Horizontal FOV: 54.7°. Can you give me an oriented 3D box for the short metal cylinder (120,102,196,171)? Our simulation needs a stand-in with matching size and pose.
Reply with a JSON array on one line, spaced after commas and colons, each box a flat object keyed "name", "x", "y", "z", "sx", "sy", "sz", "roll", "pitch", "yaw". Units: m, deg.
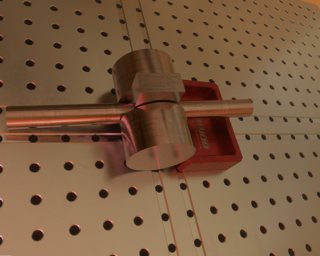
[{"name": "short metal cylinder", "x": -0.003, "y": 0.012, "z": 0.363, "sx": 0.081, "sy": 0.080, "sz": 0.050, "roll": 1, "pitch": 61, "yaw": -28}]

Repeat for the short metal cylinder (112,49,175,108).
[{"name": "short metal cylinder", "x": -0.017, "y": -0.055, "z": 0.395, "sx": 0.081, "sy": 0.080, "sz": 0.050, "roll": 1, "pitch": 62, "yaw": -28}]

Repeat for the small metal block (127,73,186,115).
[{"name": "small metal block", "x": -0.006, "y": -0.037, "z": 0.351, "sx": 0.050, "sy": 0.050, "sz": 0.025, "roll": -4, "pitch": 63, "yaw": -21}]

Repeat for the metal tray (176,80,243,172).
[{"name": "metal tray", "x": 0.055, "y": -0.006, "z": 0.438, "sx": 0.091, "sy": 0.030, "sz": 0.130, "roll": 1, "pitch": 61, "yaw": -28}]

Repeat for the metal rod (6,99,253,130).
[{"name": "metal rod", "x": -0.019, "y": -0.019, "z": 0.379, "sx": 0.303, "sy": 0.025, "sz": 0.025, "roll": -3, "pitch": 63, "yaw": -20}]
